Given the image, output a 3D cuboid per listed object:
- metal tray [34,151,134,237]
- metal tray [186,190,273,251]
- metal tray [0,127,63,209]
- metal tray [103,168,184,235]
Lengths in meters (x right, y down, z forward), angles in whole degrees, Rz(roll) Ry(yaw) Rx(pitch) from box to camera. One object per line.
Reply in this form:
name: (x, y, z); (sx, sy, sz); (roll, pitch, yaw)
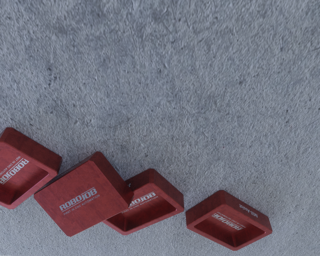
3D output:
metal tray: (-0.116, 0.103, 0.469); (0.130, 0.030, 0.090); (-31, 102, 23)
metal tray: (0.121, 0.167, 0.546); (0.130, 0.030, 0.090); (33, 123, -25)
metal tray: (-0.220, 0.064, 0.455); (0.130, 0.030, 0.090); (-36, 122, 26)
metal tray: (-0.037, 0.125, 0.510); (0.130, 0.030, 0.090); (-30, 125, 22)
